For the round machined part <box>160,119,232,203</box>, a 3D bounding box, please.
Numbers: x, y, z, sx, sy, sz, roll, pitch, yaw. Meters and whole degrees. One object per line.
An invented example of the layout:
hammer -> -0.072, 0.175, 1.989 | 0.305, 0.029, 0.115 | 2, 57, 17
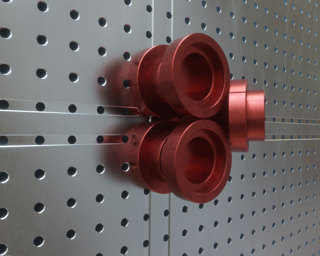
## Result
round machined part -> 0.040, 0.038, 0.375 | 0.099, 0.042, 0.097 | 0, 90, -40

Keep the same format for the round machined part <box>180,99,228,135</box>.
round machined part -> 0.080, -0.017, 0.464 | 0.099, 0.042, 0.097 | 0, 90, -40

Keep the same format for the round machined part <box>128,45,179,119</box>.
round machined part -> 0.010, -0.060, 0.407 | 0.099, 0.042, 0.097 | 0, 90, -40

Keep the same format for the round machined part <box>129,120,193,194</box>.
round machined part -> 0.011, 0.038, 0.407 | 0.099, 0.042, 0.097 | 0, 90, -40

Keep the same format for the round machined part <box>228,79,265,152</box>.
round machined part -> 0.118, -0.016, 0.413 | 0.098, 0.042, 0.097 | -1, 90, -72

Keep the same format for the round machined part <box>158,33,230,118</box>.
round machined part -> 0.037, -0.060, 0.372 | 0.099, 0.042, 0.097 | 0, 90, -40
